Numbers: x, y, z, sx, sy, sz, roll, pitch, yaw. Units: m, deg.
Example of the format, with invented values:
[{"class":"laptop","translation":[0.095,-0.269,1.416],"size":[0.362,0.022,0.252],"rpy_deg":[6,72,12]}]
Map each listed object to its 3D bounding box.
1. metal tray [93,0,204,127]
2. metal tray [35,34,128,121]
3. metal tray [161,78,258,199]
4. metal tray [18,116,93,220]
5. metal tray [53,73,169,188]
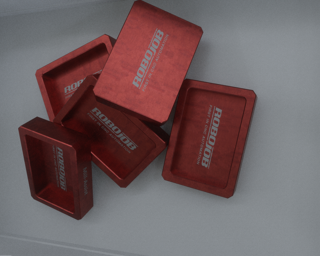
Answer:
[{"class":"metal tray","translation":[-0.013,-0.077,0.373],"size":[0.090,0.030,0.130],"rpy_deg":[23,78,-5]},{"class":"metal tray","translation":[-0.107,-0.064,0.442],"size":[0.130,0.030,0.090],"rpy_deg":[-22,83,18]},{"class":"metal tray","translation":[0.061,0.011,0.384],"size":[0.090,0.030,0.129],"rpy_deg":[13,94,19]},{"class":"metal tray","translation":[-0.139,0.057,0.422],"size":[0.090,0.030,0.129],"rpy_deg":[18,125,19]},{"class":"metal tray","translation":[-0.063,0.004,0.404],"size":[0.130,0.030,0.090],"rpy_deg":[43,110,-1]}]
